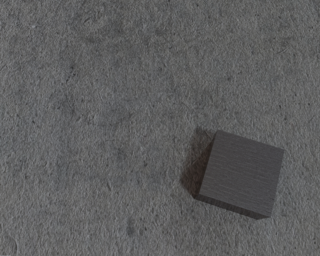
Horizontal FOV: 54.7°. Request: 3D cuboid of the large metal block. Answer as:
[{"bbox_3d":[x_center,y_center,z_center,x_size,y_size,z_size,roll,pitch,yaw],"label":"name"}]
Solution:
[{"bbox_3d":[0.094,0.057,0.374,0.080,0.050,0.080,17,71,6],"label":"large metal block"}]
